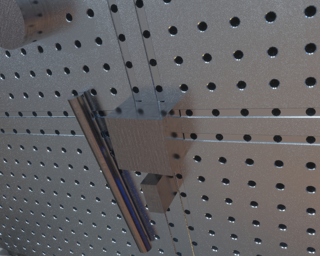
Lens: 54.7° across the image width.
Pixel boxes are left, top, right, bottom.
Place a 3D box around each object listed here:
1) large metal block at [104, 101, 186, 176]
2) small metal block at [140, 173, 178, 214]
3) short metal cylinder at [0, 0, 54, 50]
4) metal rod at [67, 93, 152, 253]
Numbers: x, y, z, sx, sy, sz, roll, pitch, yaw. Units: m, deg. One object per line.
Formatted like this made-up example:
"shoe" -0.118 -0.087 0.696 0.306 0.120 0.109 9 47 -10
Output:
"large metal block" -0.017 0.012 0.410 0.080 0.050 0.079 3 120 26
"small metal block" 0.000 0.086 0.447 0.025 0.050 0.050 -1 118 28
"short metal cylinder" -0.187 -0.148 0.400 0.080 0.050 0.079 13 124 20
"metal rod" -0.073 0.084 0.499 0.025 0.025 0.298 -6 116 31
